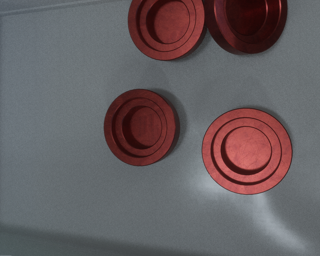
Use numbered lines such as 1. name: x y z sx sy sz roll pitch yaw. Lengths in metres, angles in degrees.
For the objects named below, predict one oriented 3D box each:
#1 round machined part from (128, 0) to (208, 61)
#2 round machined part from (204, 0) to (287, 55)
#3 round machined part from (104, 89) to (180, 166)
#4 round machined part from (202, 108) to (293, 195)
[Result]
1. round machined part: 0.013 -0.134 0.391 0.098 0.042 0.097 4 101 19
2. round machined part: 0.092 -0.132 0.351 0.099 0.042 0.097 -4 99 -23
3. round machined part: -0.021 -0.001 0.408 0.098 0.042 0.097 0 90 19
4. round machined part: 0.102 0.026 0.365 0.098 0.042 0.097 0 90 19
